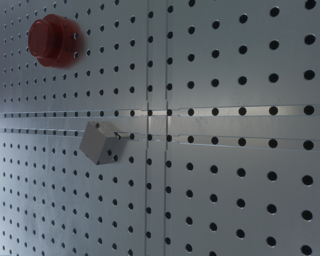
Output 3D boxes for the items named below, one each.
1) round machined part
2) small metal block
[{"bbox_3d":[-0.206,-0.161,0.569,0.098,0.042,0.097,0,90,40],"label":"round machined part"},{"bbox_3d":[-0.097,0.023,0.490,0.050,0.025,0.050,36,112,34],"label":"small metal block"}]
